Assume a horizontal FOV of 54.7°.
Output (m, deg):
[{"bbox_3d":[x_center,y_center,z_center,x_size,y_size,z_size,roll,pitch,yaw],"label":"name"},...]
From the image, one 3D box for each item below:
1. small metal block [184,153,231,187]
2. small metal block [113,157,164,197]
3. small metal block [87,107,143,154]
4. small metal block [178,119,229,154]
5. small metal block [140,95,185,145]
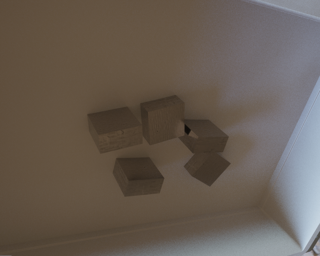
[{"bbox_3d":[0.074,0.058,0.485,0.050,0.025,0.050,35,99,-39],"label":"small metal block"},{"bbox_3d":[-0.030,0.064,0.416,0.050,0.050,0.025,1,118,-29],"label":"small metal block"},{"bbox_3d":[-0.053,0.001,0.364,0.050,0.050,0.025,-13,124,-21],"label":"small metal block"},{"bbox_3d":[0.058,0.011,0.430,0.050,0.050,0.025,0,118,-29],"label":"small metal block"},{"bbox_3d":[0.004,-0.011,0.404,0.050,0.025,0.050,-16,125,-20],"label":"small metal block"}]
